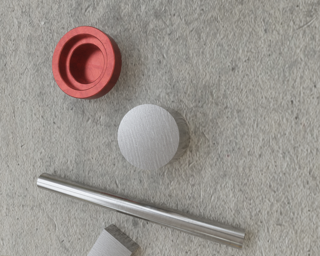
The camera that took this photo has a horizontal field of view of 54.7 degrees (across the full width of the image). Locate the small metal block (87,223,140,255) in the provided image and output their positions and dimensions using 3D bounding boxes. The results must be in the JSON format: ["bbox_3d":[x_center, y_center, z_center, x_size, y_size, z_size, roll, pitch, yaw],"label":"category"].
[{"bbox_3d":[-0.065,0.172,0.432,0.050,0.025,0.050,35,101,16],"label":"small metal block"}]

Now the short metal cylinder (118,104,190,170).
[{"bbox_3d":[-0.007,0.011,0.398,0.080,0.050,0.079,0,90,20],"label":"short metal cylinder"}]

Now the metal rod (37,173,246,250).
[{"bbox_3d":[-0.039,0.107,0.422,0.301,0.025,0.025,11,94,19],"label":"metal rod"}]

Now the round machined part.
[{"bbox_3d":[-0.097,-0.088,0.434,0.098,0.042,0.097,0,90,20],"label":"round machined part"}]
